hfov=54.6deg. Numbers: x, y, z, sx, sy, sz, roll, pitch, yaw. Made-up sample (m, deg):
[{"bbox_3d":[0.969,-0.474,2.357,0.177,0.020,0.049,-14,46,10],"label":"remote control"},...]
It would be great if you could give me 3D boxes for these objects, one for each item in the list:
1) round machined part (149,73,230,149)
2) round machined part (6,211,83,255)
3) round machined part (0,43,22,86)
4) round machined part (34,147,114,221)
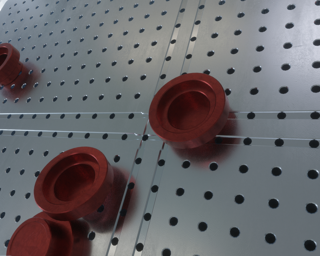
[{"bbox_3d":[0.039,-0.018,0.389,0.098,0.042,0.098,-13,56,21],"label":"round machined part"},{"bbox_3d":[-0.149,0.150,0.385,0.098,0.042,0.098,-13,56,21],"label":"round machined part"},{"bbox_3d":[-0.333,-0.128,0.653,0.098,0.042,0.098,-13,56,21],"label":"round machined part"},{"bbox_3d":[-0.105,0.074,0.398,0.098,0.042,0.098,-10,45,11],"label":"round machined part"}]
